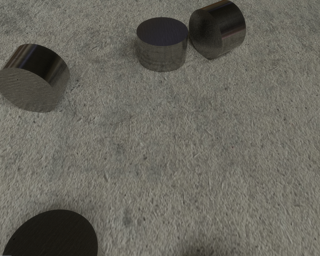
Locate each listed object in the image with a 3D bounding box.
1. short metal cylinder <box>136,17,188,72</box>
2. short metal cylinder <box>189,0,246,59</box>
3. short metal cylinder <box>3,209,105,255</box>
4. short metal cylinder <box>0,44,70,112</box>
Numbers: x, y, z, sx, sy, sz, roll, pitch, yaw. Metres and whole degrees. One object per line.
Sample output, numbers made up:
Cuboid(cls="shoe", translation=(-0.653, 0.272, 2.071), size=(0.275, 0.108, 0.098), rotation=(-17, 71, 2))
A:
Cuboid(cls="short metal cylinder", translation=(0.004, -0.135, 0.501), size=(0.080, 0.050, 0.080), rotation=(0, 50, 0))
Cuboid(cls="short metal cylinder", translation=(0.092, -0.159, 0.502), size=(0.050, 0.080, 0.080), rotation=(-28, 56, -22))
Cuboid(cls="short metal cylinder", translation=(-0.093, 0.123, 0.283), size=(0.080, 0.050, 0.080), rotation=(0, 50, 0))
Cuboid(cls="short metal cylinder", translation=(-0.171, -0.067, 0.422), size=(0.080, 0.080, 0.050), rotation=(6, 51, 5))
